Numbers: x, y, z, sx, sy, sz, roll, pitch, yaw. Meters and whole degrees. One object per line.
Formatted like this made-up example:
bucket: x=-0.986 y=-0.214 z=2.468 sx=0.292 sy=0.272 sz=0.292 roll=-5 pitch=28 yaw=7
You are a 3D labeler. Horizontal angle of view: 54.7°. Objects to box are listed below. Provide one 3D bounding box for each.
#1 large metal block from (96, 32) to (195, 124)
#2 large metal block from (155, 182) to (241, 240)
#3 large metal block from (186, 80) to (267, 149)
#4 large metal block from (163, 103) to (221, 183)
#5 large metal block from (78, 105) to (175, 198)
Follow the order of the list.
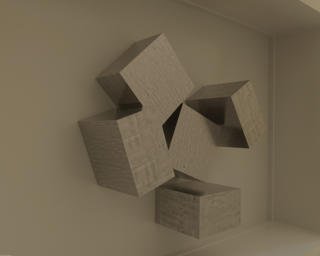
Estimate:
large metal block: x=-0.015 y=-0.055 z=0.377 sx=0.080 sy=0.050 sz=0.080 roll=-50 pitch=120 yaw=-29
large metal block: x=0.051 y=0.105 z=0.415 sx=0.081 sy=0.080 sz=0.050 roll=1 pitch=90 yaw=-40
large metal block: x=0.097 y=-0.019 z=0.452 sx=0.050 sy=0.080 sz=0.080 roll=-38 pitch=114 yaw=-34
large metal block: x=0.029 y=0.021 z=0.415 sx=0.080 sy=0.050 sz=0.080 roll=28 pitch=72 yaw=-37
large metal block: x=-0.038 y=0.022 z=0.339 sx=0.050 sy=0.080 sz=0.080 roll=-24 pitch=106 yaw=-38
